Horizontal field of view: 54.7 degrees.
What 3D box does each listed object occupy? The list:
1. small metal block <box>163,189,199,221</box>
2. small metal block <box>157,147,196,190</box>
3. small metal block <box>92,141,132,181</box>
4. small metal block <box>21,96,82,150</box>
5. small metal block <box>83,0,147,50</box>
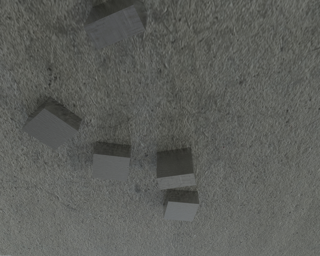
[{"bbox_3d":[0.034,0.130,0.518,0.050,0.025,0.050,6,130,-6],"label":"small metal block"},{"bbox_3d":[0.023,0.057,0.439,0.050,0.050,0.025,-9,130,7],"label":"small metal block"},{"bbox_3d":[-0.070,0.049,0.448,0.050,0.025,0.050,7,130,-7],"label":"small metal block"},{"bbox_3d":[-0.139,-0.005,0.401,0.050,0.025,0.050,-35,122,26],"label":"small metal block"},{"bbox_3d":[-0.041,-0.106,0.300,0.050,0.050,0.025,-18,128,14],"label":"small metal block"}]
